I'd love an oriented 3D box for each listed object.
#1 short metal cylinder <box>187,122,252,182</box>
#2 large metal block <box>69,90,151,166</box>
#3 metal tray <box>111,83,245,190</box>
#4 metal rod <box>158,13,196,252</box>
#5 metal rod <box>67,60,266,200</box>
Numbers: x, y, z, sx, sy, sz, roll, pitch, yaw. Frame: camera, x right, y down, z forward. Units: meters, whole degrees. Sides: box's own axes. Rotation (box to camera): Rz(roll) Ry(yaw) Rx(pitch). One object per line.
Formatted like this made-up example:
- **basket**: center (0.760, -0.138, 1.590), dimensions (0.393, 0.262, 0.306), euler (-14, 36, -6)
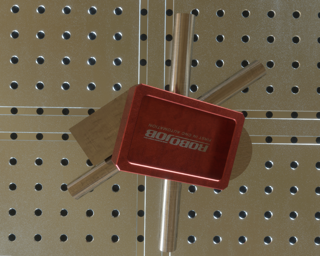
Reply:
- **short metal cylinder**: center (0.072, 0.026, 0.401), dimensions (0.081, 0.050, 0.079), euler (0, 90, -1)
- **large metal block**: center (-0.054, 0.000, 0.385), dimensions (0.080, 0.080, 0.050), euler (-34, 90, 0)
- **metal tray**: center (0.022, 0.012, 0.341), dimensions (0.131, 0.030, 0.089), euler (14, 90, -19)
- **metal rod**: center (0.020, 0.013, 0.391), dimensions (0.025, 0.025, 0.298), euler (4, 99, -1)
- **metal rod**: center (0.009, 0.002, 0.414), dimensions (0.301, 0.025, 0.025), euler (-34, 90, -1)
